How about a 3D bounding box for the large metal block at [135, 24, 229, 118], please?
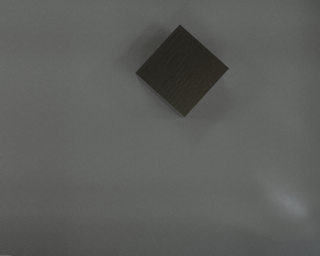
[{"bbox_3d":[0.027,-0.069,0.399,0.080,0.050,0.080,42,90,-1],"label":"large metal block"}]
